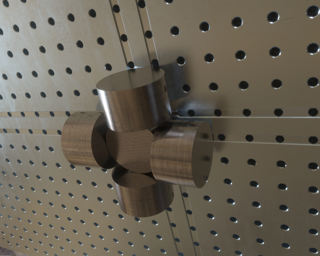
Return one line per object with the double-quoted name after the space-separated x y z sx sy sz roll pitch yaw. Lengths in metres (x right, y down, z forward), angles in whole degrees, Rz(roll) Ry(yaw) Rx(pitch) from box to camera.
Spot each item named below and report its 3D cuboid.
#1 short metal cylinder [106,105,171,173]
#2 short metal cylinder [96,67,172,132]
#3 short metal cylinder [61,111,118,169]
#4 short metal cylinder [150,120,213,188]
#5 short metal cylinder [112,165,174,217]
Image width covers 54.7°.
-0.025 0.014 0.417 0.080 0.050 0.079 12 123 20 "short metal cylinder"
-0.030 -0.036 0.369 0.080 0.080 0.050 3 119 27 "short metal cylinder"
-0.090 0.015 0.433 0.050 0.080 0.080 1 119 27 "short metal cylinder"
0.029 0.030 0.379 0.050 0.080 0.079 4 120 26 "short metal cylinder"
-0.023 0.078 0.435 0.080 0.080 0.050 6 121 25 "short metal cylinder"
